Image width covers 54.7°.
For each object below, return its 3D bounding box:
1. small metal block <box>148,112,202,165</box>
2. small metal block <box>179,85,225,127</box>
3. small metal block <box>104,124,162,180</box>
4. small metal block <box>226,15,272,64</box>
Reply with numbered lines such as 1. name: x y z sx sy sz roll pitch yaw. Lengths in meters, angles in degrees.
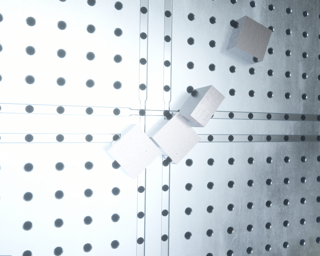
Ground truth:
1. small metal block: 0.019 0.013 0.421 0.050 0.025 0.050 -45 104 -15
2. small metal block: 0.053 -0.028 0.420 0.025 0.050 0.050 40 77 -16
3. small metal block: -0.035 0.030 0.401 0.050 0.025 0.050 -44 104 -15
4. small metal block: 0.133 -0.131 0.463 0.050 0.025 0.050 21 83 -19
